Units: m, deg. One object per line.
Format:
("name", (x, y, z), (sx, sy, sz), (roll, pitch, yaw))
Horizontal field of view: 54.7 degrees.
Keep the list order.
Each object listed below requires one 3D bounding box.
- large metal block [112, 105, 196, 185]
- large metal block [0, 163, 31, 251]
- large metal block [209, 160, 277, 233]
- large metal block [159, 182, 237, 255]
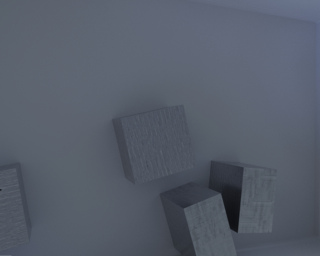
("large metal block", (-0.008, 0.019, 0.394), (0.081, 0.050, 0.080), (-14, 95, -20))
("large metal block", (-0.187, 0.086, 0.328), (0.081, 0.050, 0.080), (-10, 94, -20))
("large metal block", (0.108, 0.090, 0.421), (0.050, 0.080, 0.080), (6, 88, -20))
("large metal block", (0.046, 0.122, 0.398), (0.050, 0.080, 0.080), (-17, 96, -19))
